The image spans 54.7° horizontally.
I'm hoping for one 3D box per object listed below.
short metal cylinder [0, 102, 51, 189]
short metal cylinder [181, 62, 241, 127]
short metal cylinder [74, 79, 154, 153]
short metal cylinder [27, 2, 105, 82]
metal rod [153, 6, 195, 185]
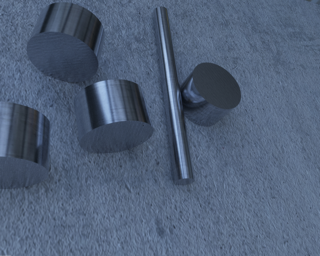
[{"bbox_3d":[-0.143,0.019,0.280,0.081,0.080,0.050,6,59,-25],"label":"short metal cylinder"},{"bbox_3d":[0.071,-0.049,0.456,0.081,0.050,0.080,14,56,-21],"label":"short metal cylinder"},{"bbox_3d":[-0.052,-0.011,0.347,0.081,0.080,0.050,-1,63,-29],"label":"short metal cylinder"},{"bbox_3d":[-0.110,-0.100,0.370,0.081,0.080,0.050,16,55,-19],"label":"short metal cylinder"},{"bbox_3d":[0.016,-0.065,0.451,0.025,0.025,0.299,8,58,-24],"label":"metal rod"}]
